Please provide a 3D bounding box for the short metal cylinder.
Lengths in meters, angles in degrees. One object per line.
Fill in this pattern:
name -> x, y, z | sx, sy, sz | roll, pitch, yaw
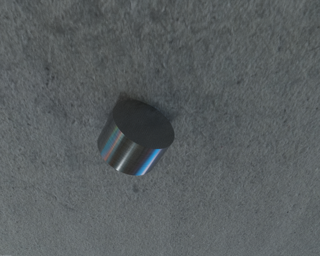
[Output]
short metal cylinder -> -0.030, 0.011, 0.380 | 0.080, 0.080, 0.050 | 21, 127, -18
